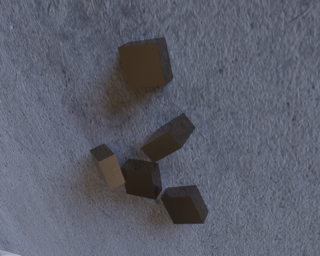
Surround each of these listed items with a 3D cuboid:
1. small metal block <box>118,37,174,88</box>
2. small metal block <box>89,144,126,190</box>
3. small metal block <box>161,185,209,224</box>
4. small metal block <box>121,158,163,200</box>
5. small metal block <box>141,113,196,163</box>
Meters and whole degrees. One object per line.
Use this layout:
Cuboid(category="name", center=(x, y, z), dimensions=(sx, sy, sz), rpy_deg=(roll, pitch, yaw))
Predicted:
Cuboid(category="small metal block", center=(-0.016, -0.077, 0.367), dimensions=(0.050, 0.025, 0.050), rpy_deg=(1, 119, 27))
Cuboid(category="small metal block", center=(-0.080, 0.057, 0.466), dimensions=(0.050, 0.025, 0.050), rpy_deg=(30, 141, 58))
Cuboid(category="small metal block", center=(0.037, 0.114, 0.457), dimensions=(0.050, 0.025, 0.050), rpy_deg=(-12, 112, 33))
Cuboid(category="small metal block", center=(-0.027, 0.077, 0.467), dimensions=(0.050, 0.025, 0.050), rpy_deg=(6, 121, 24))
Cuboid(category="small metal block", center=(0.011, 0.012, 0.391), dimensions=(0.050, 0.050, 0.025), rpy_deg=(-32, 100, 38))
